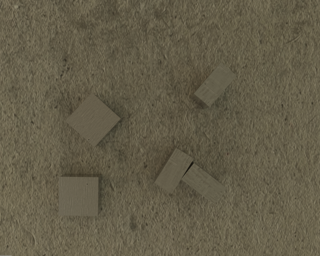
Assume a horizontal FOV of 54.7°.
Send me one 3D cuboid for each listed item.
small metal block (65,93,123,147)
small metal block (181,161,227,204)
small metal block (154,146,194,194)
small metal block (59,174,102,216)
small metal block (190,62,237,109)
[{"bbox_3d":[-0.086,-0.010,0.409,0.050,0.025,0.050,42,90,0],"label":"small metal block"},{"bbox_3d":[0.053,0.067,0.398,0.050,0.050,0.025,38,90,-1],"label":"small metal block"},{"bbox_3d":[0.017,0.051,0.398,0.025,0.050,0.050,32,90,0],"label":"small metal block"},{"bbox_3d":[-0.104,0.088,0.409,0.050,0.025,0.050,1,90,0],"label":"small metal block"},{"bbox_3d":[0.067,-0.052,0.398,0.025,0.050,0.050,41,90,0],"label":"small metal block"}]
